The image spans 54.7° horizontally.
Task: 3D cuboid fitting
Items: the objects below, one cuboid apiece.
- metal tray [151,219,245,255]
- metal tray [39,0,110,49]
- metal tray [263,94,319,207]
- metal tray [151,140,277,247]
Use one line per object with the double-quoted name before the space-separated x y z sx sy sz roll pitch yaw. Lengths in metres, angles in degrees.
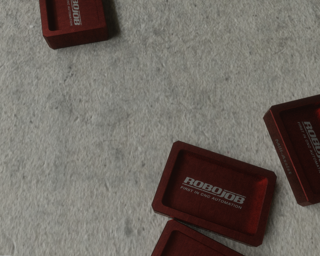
"metal tray" 0.049 0.171 0.343 0.130 0.030 0.090 25 72 8
"metal tray" -0.134 -0.189 0.472 0.091 0.030 0.129 -11 70 -5
"metal tray" 0.201 0.025 0.398 0.091 0.030 0.130 -14 71 -6
"metal tray" 0.065 0.078 0.377 0.131 0.030 0.090 18 71 6
